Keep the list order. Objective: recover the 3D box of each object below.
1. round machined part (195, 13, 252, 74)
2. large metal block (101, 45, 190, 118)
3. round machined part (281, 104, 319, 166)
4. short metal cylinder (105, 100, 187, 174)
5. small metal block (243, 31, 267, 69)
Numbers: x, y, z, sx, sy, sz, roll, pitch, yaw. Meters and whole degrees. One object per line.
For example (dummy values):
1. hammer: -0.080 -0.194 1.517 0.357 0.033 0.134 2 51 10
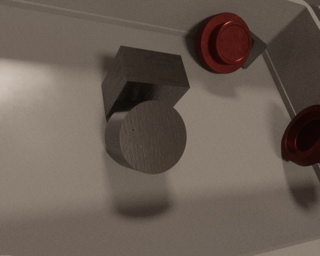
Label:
1. round machined part: 0.110 -0.138 0.507 0.099 0.042 0.097 -5 104 -21
2. large metal block: -0.021 -0.052 0.392 0.081 0.080 0.050 2 61 -28
3. round machined part: 0.241 0.016 0.482 0.042 0.097 0.098 28 52 -12
4. short metal cylinder: -0.017 0.010 0.355 0.081 0.050 0.079 0 90 -27
5. small metal block: 0.156 -0.145 0.562 0.050 0.050 0.025 38 39 -3
